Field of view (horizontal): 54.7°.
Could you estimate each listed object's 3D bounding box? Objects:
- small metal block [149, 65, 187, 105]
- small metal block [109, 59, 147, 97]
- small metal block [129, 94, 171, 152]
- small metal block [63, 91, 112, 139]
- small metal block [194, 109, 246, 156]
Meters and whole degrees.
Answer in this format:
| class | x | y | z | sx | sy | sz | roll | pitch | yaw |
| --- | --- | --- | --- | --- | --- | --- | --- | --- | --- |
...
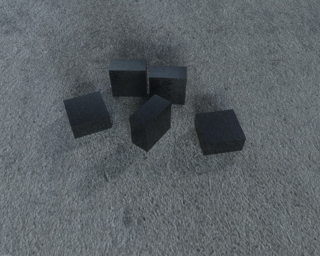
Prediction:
| class | x | y | z | sx | sy | sz | roll | pitch | yaw |
| --- | --- | --- | --- | --- | --- | --- | --- | --- | --- |
| small metal block | 0.011 | -0.060 | 0.437 | 0.050 | 0.050 | 0.025 | 3 | 50 | 2 |
| small metal block | -0.044 | -0.072 | 0.447 | 0.050 | 0.050 | 0.025 | 1 | 50 | 0 |
| small metal block | -0.011 | -0.006 | 0.392 | 0.025 | 0.050 | 0.050 | 30 | 56 | 22 |
| small metal block | -0.098 | -0.019 | 0.418 | 0.050 | 0.025 | 0.050 | -17 | 52 | -14 |
| small metal block | 0.076 | 0.005 | 0.399 | 0.050 | 0.025 | 0.050 | -7 | 50 | -6 |
